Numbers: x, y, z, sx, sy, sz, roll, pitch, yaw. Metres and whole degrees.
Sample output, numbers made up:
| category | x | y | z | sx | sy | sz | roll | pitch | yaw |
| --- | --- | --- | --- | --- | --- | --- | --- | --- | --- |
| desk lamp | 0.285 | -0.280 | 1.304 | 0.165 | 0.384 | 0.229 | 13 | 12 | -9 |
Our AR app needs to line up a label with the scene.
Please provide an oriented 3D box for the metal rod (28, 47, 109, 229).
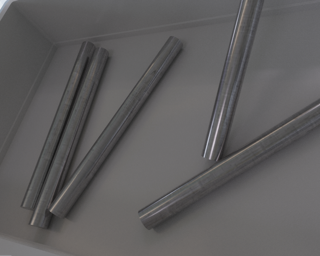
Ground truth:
| category | x | y | z | sx | sy | sz | roll | pitch | yaw |
| --- | --- | --- | --- | --- | --- | --- | --- | --- | --- |
| metal rod | -0.131 | -0.001 | 0.475 | 0.025 | 0.025 | 0.300 | -1 | 61 | 27 |

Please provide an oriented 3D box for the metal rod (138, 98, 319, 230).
| category | x | y | z | sx | sy | sz | roll | pitch | yaw |
| --- | --- | --- | --- | --- | --- | --- | --- | --- | --- |
| metal rod | 0.108 | 0.023 | 0.334 | 0.300 | 0.025 | 0.025 | -33 | 52 | 6 |

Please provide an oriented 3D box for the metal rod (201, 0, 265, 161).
| category | x | y | z | sx | sy | sz | roll | pitch | yaw |
| --- | --- | --- | --- | --- | --- | --- | --- | --- | --- |
| metal rod | 0.093 | -0.110 | 0.338 | 0.025 | 0.025 | 0.298 | 18 | 98 | 35 |

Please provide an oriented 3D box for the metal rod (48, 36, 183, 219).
| category | x | y | z | sx | sy | sz | roll | pitch | yaw |
| --- | --- | --- | --- | --- | --- | --- | --- | --- | --- |
| metal rod | -0.056 | -0.009 | 0.440 | 0.025 | 0.025 | 0.300 | 24 | 74 | 36 |

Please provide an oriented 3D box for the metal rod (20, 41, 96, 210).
| category | x | y | z | sx | sy | sz | roll | pitch | yaw |
| --- | --- | --- | --- | --- | --- | --- | --- | --- | --- |
| metal rod | -0.156 | -0.019 | 0.499 | 0.025 | 0.025 | 0.300 | -3 | 60 | 26 |
